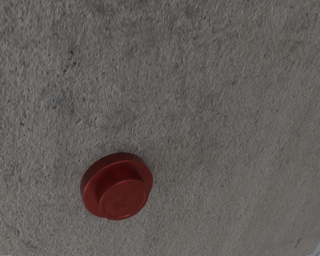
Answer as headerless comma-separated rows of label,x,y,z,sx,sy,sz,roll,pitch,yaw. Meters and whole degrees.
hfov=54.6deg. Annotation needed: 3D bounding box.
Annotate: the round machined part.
round machined part,-0.054,0.085,0.418,0.099,0.042,0.097,-14,124,-21
